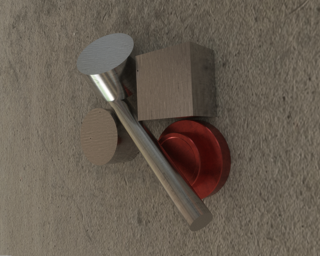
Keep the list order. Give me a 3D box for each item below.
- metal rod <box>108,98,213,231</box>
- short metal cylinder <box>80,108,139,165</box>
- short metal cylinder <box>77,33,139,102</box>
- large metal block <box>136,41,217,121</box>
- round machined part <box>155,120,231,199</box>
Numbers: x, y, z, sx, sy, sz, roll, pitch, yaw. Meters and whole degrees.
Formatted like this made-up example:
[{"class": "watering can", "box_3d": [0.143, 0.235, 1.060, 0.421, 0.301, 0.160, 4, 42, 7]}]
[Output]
[{"class": "metal rod", "box_3d": [-0.030, 0.000, 0.387, 0.025, 0.025, 0.300, -60, 43, 23]}, {"class": "short metal cylinder", "box_3d": [-0.070, 0.012, 0.449, 0.080, 0.050, 0.080, 0, 90, 40]}, {"class": "short metal cylinder", "box_3d": [-0.063, -0.082, 0.418, 0.080, 0.050, 0.080, -11, 50, 14]}, {"class": "large metal block", "box_3d": [0.019, -0.051, 0.372, 0.080, 0.050, 0.080, -4, 88, 40]}, {"class": "round machined part", "box_3d": [0.030, 0.038, 0.369, 0.098, 0.042, 0.097, 0, 90, 40]}]
